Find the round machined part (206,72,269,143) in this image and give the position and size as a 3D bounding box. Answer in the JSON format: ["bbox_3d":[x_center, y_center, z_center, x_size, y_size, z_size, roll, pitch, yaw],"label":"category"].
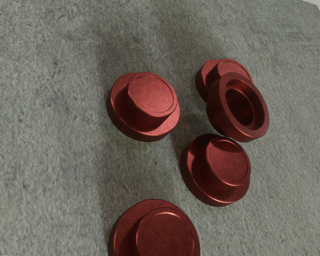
[{"bbox_3d":[0.103,-0.025,0.433,0.099,0.042,0.098,17,59,-30],"label":"round machined part"}]

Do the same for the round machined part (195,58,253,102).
[{"bbox_3d":[0.110,-0.073,0.499,0.099,0.042,0.098,14,56,-21],"label":"round machined part"}]

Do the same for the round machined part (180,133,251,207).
[{"bbox_3d":[0.079,0.050,0.407,0.099,0.042,0.098,14,56,-21],"label":"round machined part"}]

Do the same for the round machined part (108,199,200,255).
[{"bbox_3d":[0.000,0.121,0.320,0.099,0.042,0.098,14,56,-21],"label":"round machined part"}]

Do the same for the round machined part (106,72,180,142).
[{"bbox_3d":[-0.017,-0.034,0.406,0.099,0.042,0.098,14,56,-21],"label":"round machined part"}]
